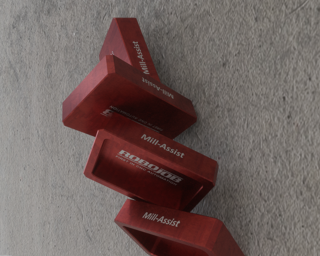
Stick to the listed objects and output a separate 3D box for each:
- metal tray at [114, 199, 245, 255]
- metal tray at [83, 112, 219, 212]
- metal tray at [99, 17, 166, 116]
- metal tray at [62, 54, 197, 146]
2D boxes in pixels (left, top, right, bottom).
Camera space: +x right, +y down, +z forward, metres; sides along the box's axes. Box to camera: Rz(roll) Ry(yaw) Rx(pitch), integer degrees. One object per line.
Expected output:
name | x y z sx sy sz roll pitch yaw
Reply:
metal tray | 0.021 0.126 0.348 0.130 0.090 0.030 1 46 40
metal tray | -0.013 0.047 0.348 0.131 0.030 0.089 26 133 -3
metal tray | -0.041 -0.068 0.414 0.090 0.030 0.130 -45 60 57
metal tray | -0.032 -0.018 0.358 0.090 0.131 0.030 -39 45 29
